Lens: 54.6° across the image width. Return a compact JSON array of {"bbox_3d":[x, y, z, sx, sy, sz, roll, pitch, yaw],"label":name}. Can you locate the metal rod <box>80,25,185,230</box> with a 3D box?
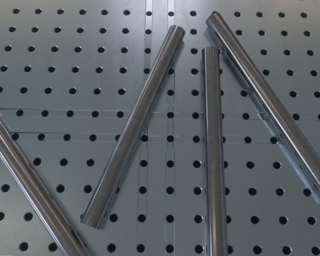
[{"bbox_3d":[-0.029,-0.015,0.416,0.025,0.025,0.300,20,71,7],"label":"metal rod"}]

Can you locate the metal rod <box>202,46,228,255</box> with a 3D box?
[{"bbox_3d":[0.069,0.028,0.401,0.025,0.025,0.299,1,70,0],"label":"metal rod"}]

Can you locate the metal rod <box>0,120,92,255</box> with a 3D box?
[{"bbox_3d":[-0.174,0.055,0.390,0.025,0.025,0.300,-37,74,-12],"label":"metal rod"}]

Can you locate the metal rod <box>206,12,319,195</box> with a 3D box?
[{"bbox_3d":[0.147,-0.041,0.427,0.025,0.025,0.299,-25,72,-9],"label":"metal rod"}]
